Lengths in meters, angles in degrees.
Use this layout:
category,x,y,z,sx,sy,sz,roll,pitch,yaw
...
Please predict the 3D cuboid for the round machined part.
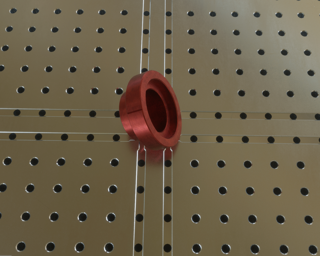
category,x,y,z,sx,sy,sz,roll,pitch,yaw
round machined part,-0.014,-0.020,0.389,0.042,0.098,0.098,-14,67,28
